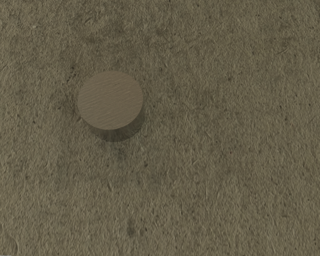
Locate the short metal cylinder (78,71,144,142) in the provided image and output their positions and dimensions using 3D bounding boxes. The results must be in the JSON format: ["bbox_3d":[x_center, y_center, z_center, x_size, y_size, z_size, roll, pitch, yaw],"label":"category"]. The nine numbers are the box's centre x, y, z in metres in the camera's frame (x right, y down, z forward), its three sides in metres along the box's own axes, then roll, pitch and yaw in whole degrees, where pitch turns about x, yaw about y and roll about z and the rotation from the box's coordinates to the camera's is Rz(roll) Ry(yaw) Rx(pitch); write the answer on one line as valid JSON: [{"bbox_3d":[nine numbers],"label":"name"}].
[{"bbox_3d":[-0.061,-0.027,0.404,0.080,0.050,0.080,0,70,0],"label":"short metal cylinder"}]
